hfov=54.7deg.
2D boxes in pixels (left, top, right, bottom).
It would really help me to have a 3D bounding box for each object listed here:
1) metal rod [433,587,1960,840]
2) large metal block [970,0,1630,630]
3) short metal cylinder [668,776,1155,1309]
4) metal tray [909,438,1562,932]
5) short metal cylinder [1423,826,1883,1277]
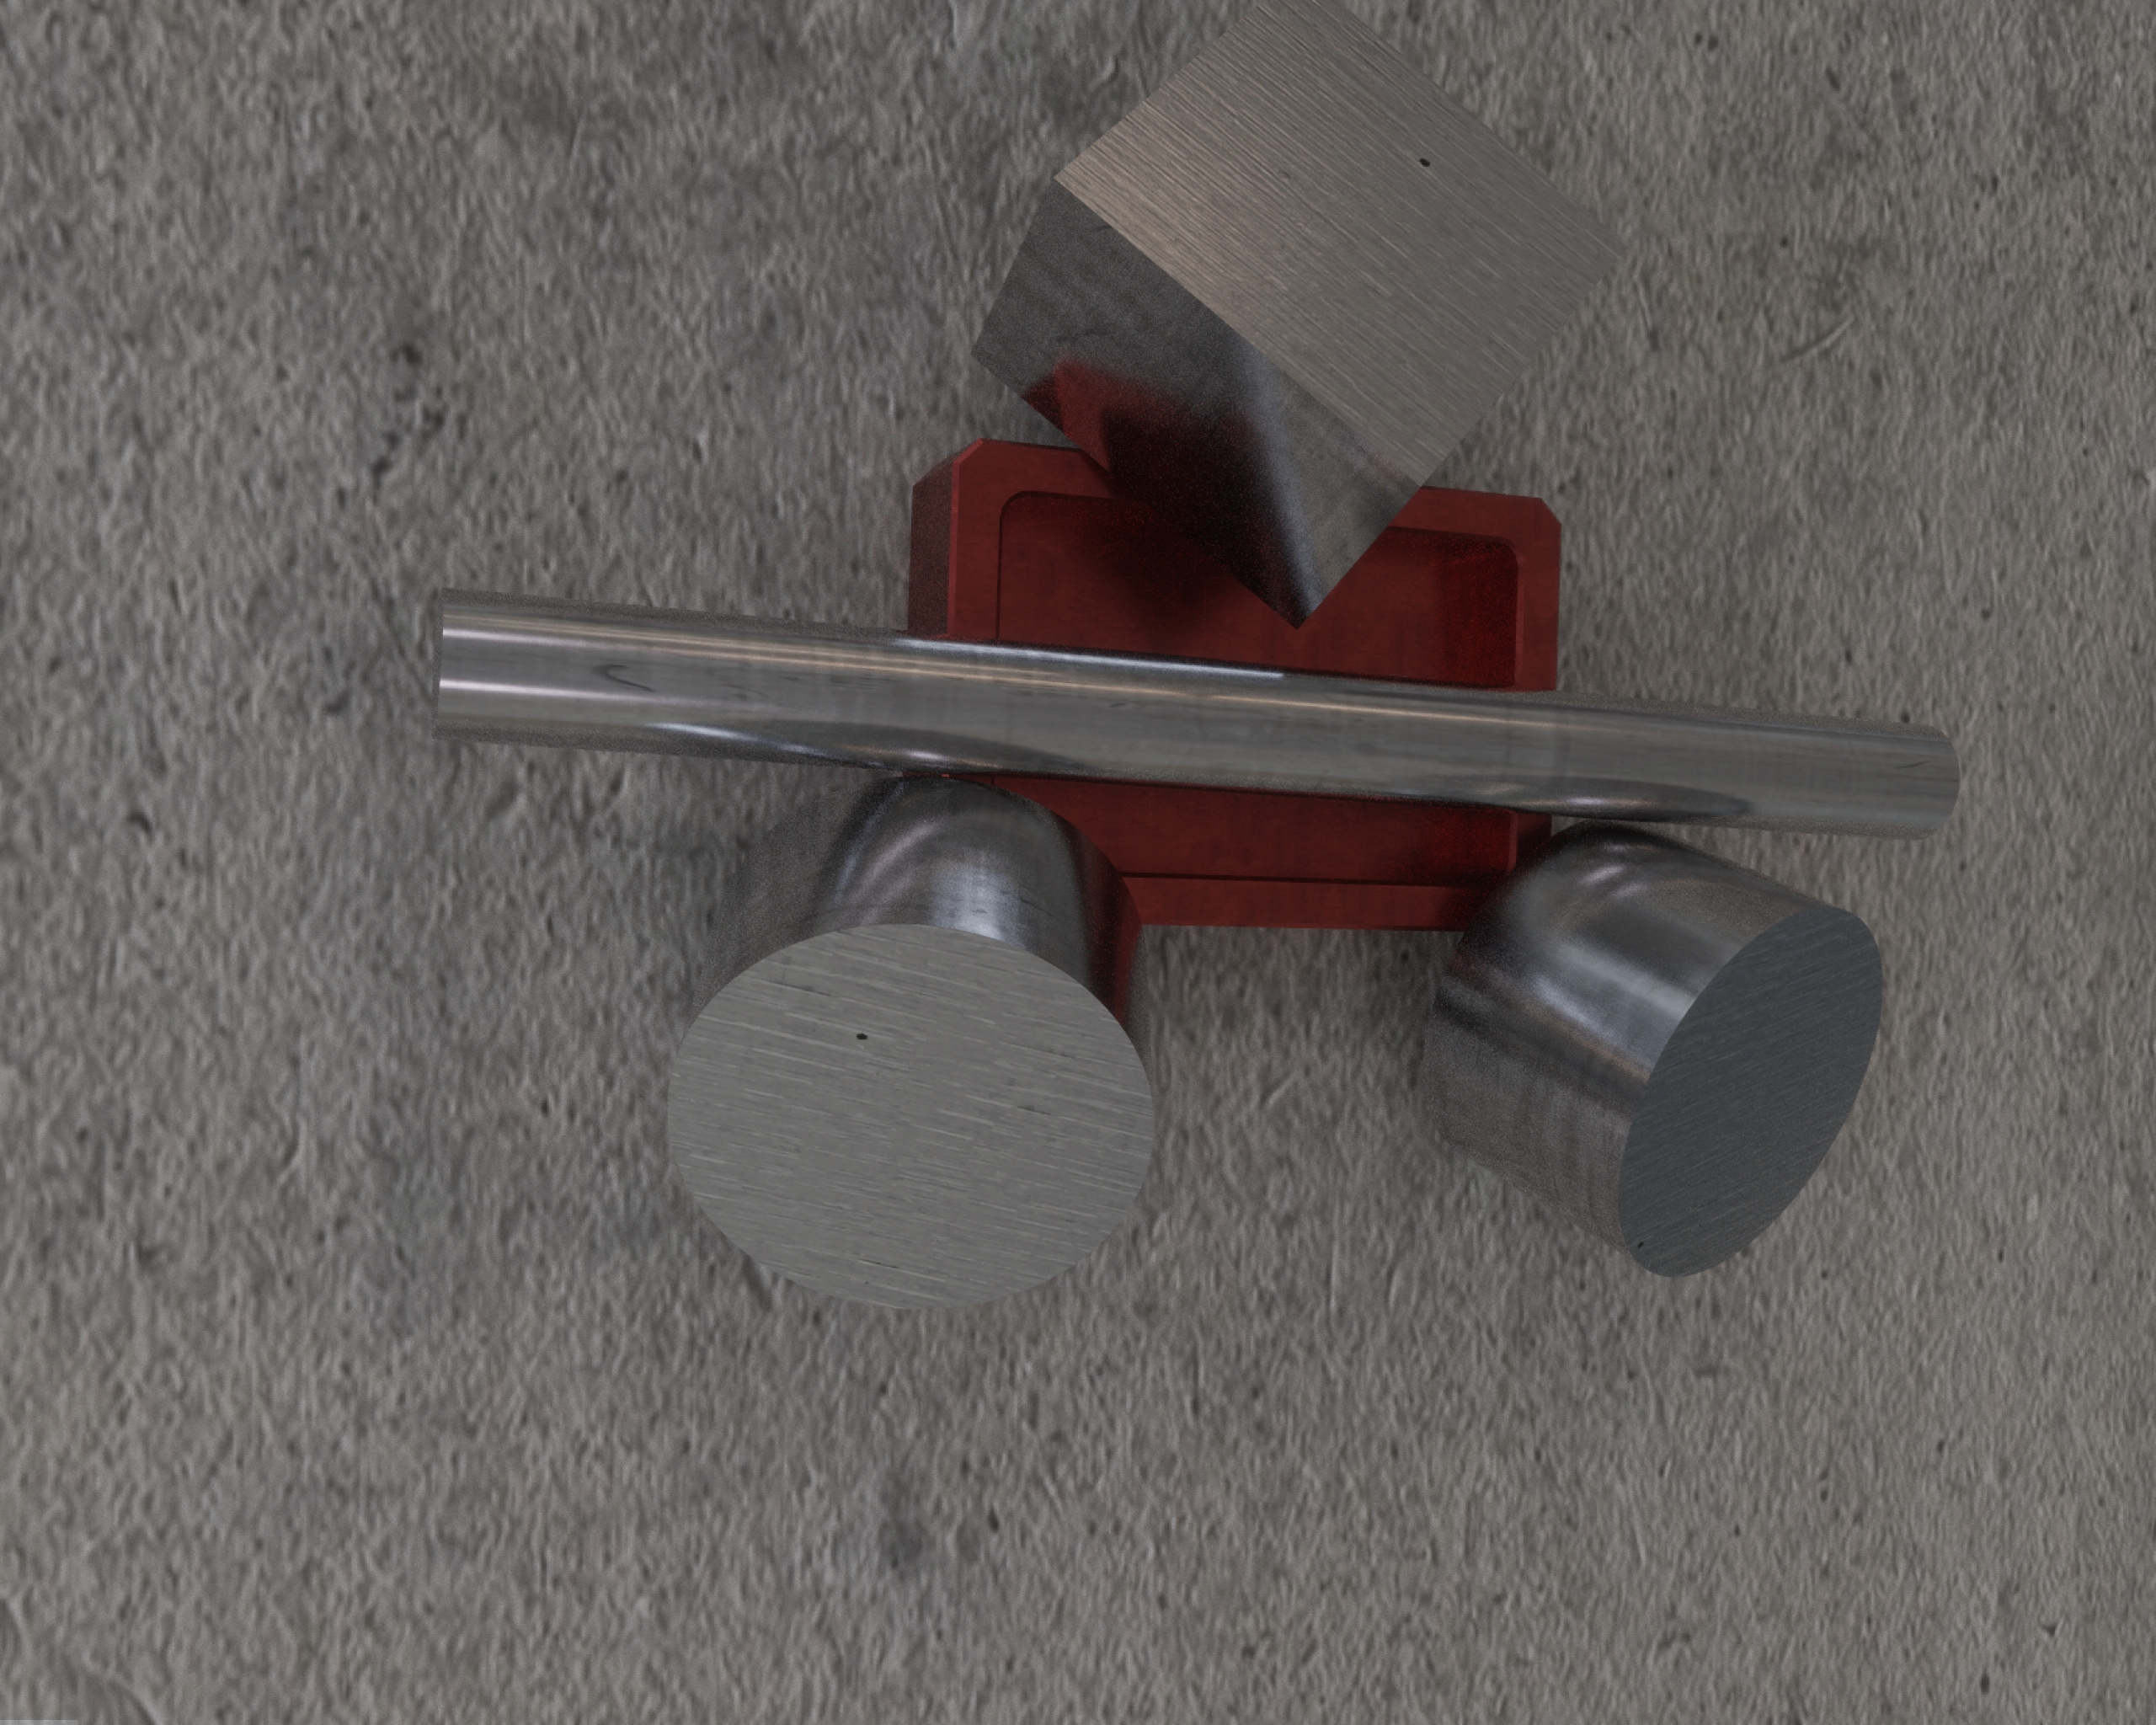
[{"bbox_3d":[0.037,-0.025,0.392,0.302,0.025,0.025,3,89,-20],"label":"metal rod"},{"bbox_3d":[0.041,-0.105,0.389,0.080,0.050,0.080,41,60,0],"label":"large metal block"},{"bbox_3d":[-0.027,0.031,0.367,0.081,0.050,0.079,0,120,0],"label":"short metal cylinder"},{"bbox_3d":[0.032,-0.032,0.420,0.131,0.030,0.089,2,89,-20],"label":"metal tray"},{"bbox_3d":[0.117,0.036,0.423,0.081,0.050,0.079,-20,123,-33],"label":"short metal cylinder"}]
